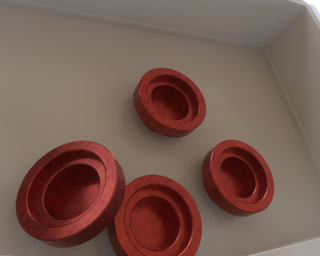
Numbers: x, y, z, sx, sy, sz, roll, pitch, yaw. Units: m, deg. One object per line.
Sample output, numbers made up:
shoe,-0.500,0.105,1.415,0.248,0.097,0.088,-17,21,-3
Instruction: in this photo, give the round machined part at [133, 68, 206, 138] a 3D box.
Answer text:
round machined part,0.009,-0.030,0.420,0.099,0.042,0.098,14,56,-21

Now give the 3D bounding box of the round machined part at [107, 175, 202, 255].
round machined part,-0.009,0.103,0.329,0.099,0.042,0.098,14,56,-21

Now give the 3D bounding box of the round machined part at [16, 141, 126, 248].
round machined part,-0.079,0.064,0.293,0.098,0.042,0.098,-9,51,11

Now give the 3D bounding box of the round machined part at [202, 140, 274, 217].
round machined part,0.097,0.068,0.407,0.099,0.042,0.098,14,56,-21

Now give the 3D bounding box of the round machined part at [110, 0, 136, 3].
round machined part,-0.072,-0.261,0.519,0.099,0.042,0.098,14,56,-21
